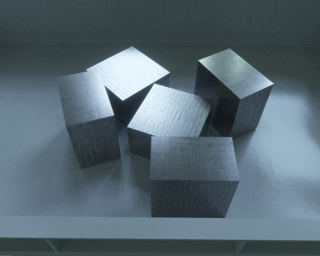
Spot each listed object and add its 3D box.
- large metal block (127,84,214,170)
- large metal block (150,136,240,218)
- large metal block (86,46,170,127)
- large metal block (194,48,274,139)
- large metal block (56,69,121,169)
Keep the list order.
[{"bbox_3d":[0.015,-0.002,0.389,0.080,0.050,0.080,18,52,14],"label":"large metal block"},{"bbox_3d":[0.031,0.053,0.324,0.081,0.080,0.050,1,50,0],"label":"large metal block"},{"bbox_3d":[-0.043,-0.061,0.437,0.080,0.050,0.080,-35,59,-26],"label":"large metal block"},{"bbox_3d":[0.090,-0.043,0.404,0.050,0.080,0.080,-25,55,-20],"label":"large metal block"},{"bbox_3d":[-0.085,-0.011,0.376,0.050,0.080,0.080,-15,52,-12],"label":"large metal block"}]
